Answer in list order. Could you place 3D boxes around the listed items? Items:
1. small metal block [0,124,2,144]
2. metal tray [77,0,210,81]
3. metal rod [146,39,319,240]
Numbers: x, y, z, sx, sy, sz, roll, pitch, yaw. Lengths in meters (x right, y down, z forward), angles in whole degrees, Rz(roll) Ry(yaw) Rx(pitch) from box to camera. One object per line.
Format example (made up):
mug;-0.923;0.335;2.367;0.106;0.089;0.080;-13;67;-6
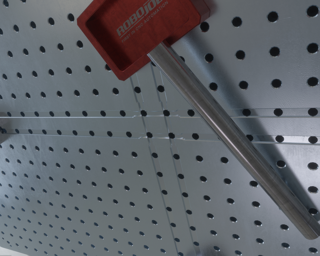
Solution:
small metal block;-0.330;0.006;0.589;0.050;0.025;0.050;31;128;8
metal tray;-0.023;-0.122;0.344;0.130;0.030;0.090;-29;103;37
metal rod;0.094;0.023;0.355;0.025;0.025;0.300;-32;107;38
